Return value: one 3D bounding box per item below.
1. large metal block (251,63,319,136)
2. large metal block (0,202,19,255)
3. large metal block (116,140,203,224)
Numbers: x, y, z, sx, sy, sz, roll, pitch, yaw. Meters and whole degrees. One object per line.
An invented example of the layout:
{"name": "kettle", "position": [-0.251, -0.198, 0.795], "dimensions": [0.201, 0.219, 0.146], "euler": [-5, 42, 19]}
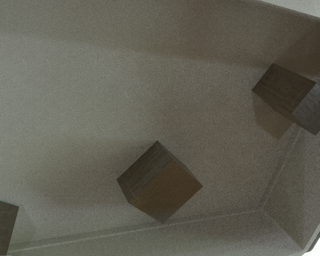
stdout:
{"name": "large metal block", "position": [0.197, -0.042, 0.454], "dimensions": [0.080, 0.080, 0.050], "euler": [28, 103, -38]}
{"name": "large metal block", "position": [-0.203, 0.134, 0.339], "dimensions": [0.050, 0.080, 0.080], "euler": [27, 104, -24]}
{"name": "large metal block", "position": [0.000, 0.078, 0.441], "dimensions": [0.080, 0.050, 0.080], "euler": [-44, 129, 2]}
